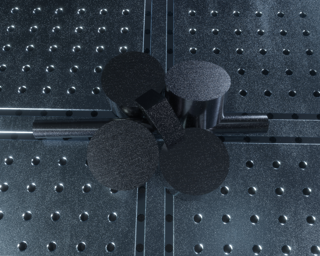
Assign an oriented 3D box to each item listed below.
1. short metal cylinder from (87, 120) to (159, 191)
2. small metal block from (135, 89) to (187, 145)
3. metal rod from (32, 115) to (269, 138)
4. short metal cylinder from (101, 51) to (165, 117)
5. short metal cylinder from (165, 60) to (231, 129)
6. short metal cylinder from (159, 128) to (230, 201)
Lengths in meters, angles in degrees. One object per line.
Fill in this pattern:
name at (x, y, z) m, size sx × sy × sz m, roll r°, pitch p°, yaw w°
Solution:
short metal cylinder at (-0.041, 0.030, 0.370) m, size 0.081 × 0.050 × 0.079 m, roll 0°, pitch 90°, yaw -1°
small metal block at (0.000, -0.014, 0.362) m, size 0.025 × 0.050 × 0.050 m, roll -35°, pitch 116°, yaw -6°
metal rod at (-0.011, -0.002, 0.408) m, size 0.302 × 0.025 × 0.025 m, roll -1°, pitch 70°, yaw -1°
short metal cylinder at (-0.034, -0.054, 0.414) m, size 0.081 × 0.050 × 0.080 m, roll 0°, pitch 70°, yaw 0°
short metal cylinder at (0.046, -0.043, 0.396) m, size 0.081 × 0.050 × 0.080 m, roll 0°, pitch 47°, yaw 0°
short metal cylinder at (0.040, 0.045, 0.378) m, size 0.081 × 0.050 × 0.080 m, roll 0°, pitch 70°, yaw 0°
